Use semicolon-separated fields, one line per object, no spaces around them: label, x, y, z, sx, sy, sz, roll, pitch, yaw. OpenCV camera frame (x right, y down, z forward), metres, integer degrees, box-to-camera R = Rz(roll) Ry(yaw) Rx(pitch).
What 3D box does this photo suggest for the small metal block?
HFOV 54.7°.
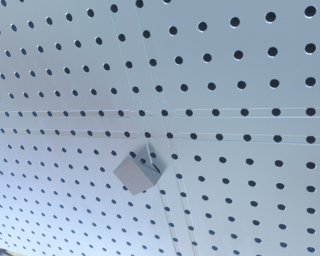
small metal block;-0.035;0.070;0.471;0.050;0.025;0.050;-33;100;38
